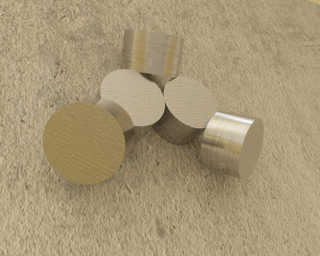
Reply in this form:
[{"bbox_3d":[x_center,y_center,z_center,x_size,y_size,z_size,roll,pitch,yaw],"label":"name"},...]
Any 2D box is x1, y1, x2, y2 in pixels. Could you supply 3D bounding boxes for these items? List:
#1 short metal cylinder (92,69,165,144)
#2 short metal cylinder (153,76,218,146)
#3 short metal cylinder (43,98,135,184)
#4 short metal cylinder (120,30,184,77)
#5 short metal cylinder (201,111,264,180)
[{"bbox_3d":[-0.041,-0.025,0.382,0.081,0.050,0.080,14,56,-21],"label":"short metal cylinder"},{"bbox_3d":[0.031,-0.023,0.419,0.081,0.050,0.080,14,56,-21],"label":"short metal cylinder"},{"bbox_3d":[-0.070,0.011,0.317,0.080,0.080,0.050,40,11,-2],"label":"short metal cylinder"},{"bbox_3d":[-0.011,-0.100,0.417,0.081,0.080,0.050,2,104,-28],"label":"short metal cylinder"},{"bbox_3d":[0.095,0.021,0.400,0.050,0.080,0.080,15,41,33],"label":"short metal cylinder"}]
